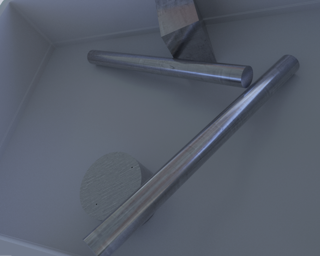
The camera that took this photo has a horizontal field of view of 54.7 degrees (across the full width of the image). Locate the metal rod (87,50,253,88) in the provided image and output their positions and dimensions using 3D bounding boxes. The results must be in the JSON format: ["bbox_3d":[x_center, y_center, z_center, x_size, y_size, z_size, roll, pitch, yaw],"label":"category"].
[{"bbox_3d":[-0.010,-0.090,0.441,0.300,0.025,0.025,18,71,42],"label":"metal rod"}]

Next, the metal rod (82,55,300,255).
[{"bbox_3d":[0.052,0.010,0.308,0.025,0.025,0.302,29,57,37],"label":"metal rod"}]

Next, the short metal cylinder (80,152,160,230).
[{"bbox_3d":[-0.046,0.075,0.367,0.080,0.050,0.080,-13,56,20],"label":"short metal cylinder"}]

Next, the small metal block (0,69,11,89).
[{"bbox_3d":[-0.348,-0.104,0.635,0.025,0.050,0.050,34,81,38],"label":"small metal block"}]

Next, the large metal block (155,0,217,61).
[{"bbox_3d":[0.036,-0.136,0.434,0.050,0.080,0.080,-19,54,17],"label":"large metal block"}]
